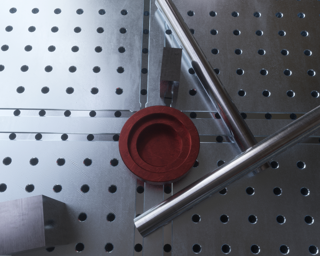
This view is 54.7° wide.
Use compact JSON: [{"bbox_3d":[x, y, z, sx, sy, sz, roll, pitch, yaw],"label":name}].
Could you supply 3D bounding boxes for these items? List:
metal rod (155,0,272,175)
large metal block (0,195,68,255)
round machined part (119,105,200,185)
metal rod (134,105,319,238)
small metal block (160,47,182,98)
[{"bbox_3d":[0.067,-0.073,0.439,0.025,0.025,0.299,-24,72,-9],"label":"metal rod"},{"bbox_3d":[-0.155,0.111,0.340,0.081,0.080,0.050,-10,71,-4],"label":"large metal block"},{"bbox_3d":[-0.001,0.024,0.394,0.099,0.042,0.098,0,70,-1],"label":"round machined part"},{"bbox_3d":[0.104,0.041,0.373,0.301,0.025,0.025,-31,73,-2],"label":"metal rod"},{"bbox_3d":[0.015,-0.075,0.426,0.025,0.050,0.050,5,70,2],"label":"small metal block"}]
